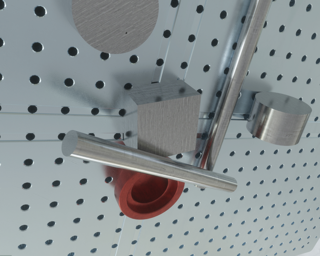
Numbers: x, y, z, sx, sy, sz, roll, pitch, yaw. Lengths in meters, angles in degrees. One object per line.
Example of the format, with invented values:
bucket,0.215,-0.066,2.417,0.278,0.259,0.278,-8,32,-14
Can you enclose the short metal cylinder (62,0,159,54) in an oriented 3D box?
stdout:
short metal cylinder,-0.048,-0.117,0.296,0.081,0.050,0.079,-14,124,-21

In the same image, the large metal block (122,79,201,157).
large metal block,0.000,-0.010,0.389,0.081,0.050,0.079,-12,124,-22

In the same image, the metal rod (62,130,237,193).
metal rod,0.015,0.053,0.391,0.302,0.025,0.025,22,107,-46

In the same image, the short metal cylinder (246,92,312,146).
short metal cylinder,0.175,-0.016,0.461,0.081,0.080,0.050,-5,121,-26

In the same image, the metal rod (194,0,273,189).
metal rod,0.097,-0.040,0.438,0.025,0.025,0.298,-1,119,-28

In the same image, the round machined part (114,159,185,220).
round machined part,-0.018,0.078,0.439,0.099,0.042,0.097,-14,124,-21
